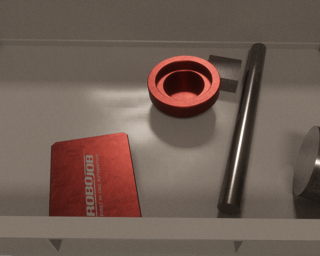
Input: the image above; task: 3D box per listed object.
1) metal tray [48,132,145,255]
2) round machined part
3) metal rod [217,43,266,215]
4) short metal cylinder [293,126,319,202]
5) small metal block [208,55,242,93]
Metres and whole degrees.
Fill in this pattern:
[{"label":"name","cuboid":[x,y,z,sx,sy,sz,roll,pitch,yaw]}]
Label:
[{"label":"metal tray","cuboid":[-0.072,0.069,0.343,0.091,0.030,0.130,-8,51,-8]},{"label":"round machined part","cuboid":[0.033,-0.053,0.435,0.099,0.042,0.098,-3,54,4]},{"label":"metal rod","cuboid":[0.119,-0.022,0.425,0.025,0.025,0.300,14,51,11]},{"label":"short metal cylinder","cuboid":[0.184,0.042,0.336,0.050,0.080,0.080,16,52,12]},{"label":"small metal block","cuboid":[0.096,-0.084,0.477,0.050,0.025,0.050,12,51,9]}]
